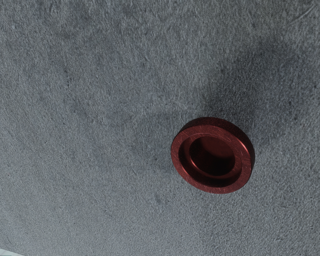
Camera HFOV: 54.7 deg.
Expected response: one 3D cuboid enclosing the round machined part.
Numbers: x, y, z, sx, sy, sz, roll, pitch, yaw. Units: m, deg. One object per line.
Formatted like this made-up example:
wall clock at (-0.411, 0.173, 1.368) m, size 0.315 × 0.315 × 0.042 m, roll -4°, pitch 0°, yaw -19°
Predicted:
round machined part at (0.066, 0.029, 0.379) m, size 0.098 × 0.042 × 0.097 m, roll 13°, pitch 124°, yaw 21°
